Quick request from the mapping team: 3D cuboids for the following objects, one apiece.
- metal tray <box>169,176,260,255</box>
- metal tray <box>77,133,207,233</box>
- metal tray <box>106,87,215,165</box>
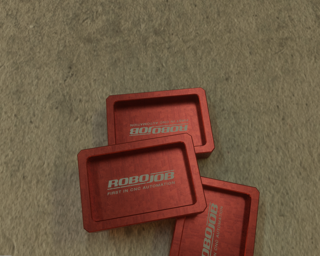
[{"bbox_3d":[0.061,0.127,0.359,0.090,0.030,0.130,11,70,3],"label":"metal tray"},{"bbox_3d":[-0.021,0.061,0.350,0.131,0.030,0.090,-9,70,-4],"label":"metal tray"},{"bbox_3d":[-0.001,-0.002,0.405,0.131,0.030,0.090,-5,70,-3],"label":"metal tray"}]
